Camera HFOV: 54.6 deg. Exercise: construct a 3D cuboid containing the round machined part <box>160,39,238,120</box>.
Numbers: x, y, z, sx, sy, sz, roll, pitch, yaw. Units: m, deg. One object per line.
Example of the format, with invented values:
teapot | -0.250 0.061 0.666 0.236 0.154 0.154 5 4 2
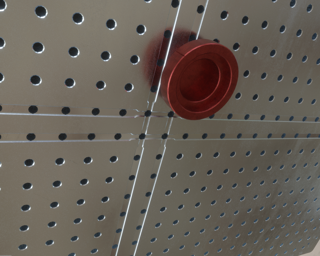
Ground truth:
round machined part | 0.045 -0.062 0.385 0.099 0.042 0.097 -14 124 -21
